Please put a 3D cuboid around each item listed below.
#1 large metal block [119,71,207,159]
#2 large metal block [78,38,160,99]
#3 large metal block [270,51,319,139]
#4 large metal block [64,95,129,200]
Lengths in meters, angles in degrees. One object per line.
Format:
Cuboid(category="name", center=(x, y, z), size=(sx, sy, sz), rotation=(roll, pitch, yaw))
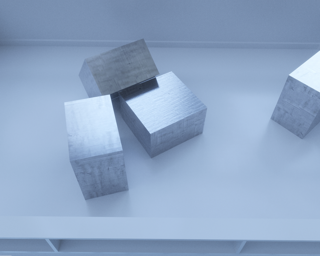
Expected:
Cuboid(category="large metal block", center=(0.002, -0.019, 0.405), size=(0.081, 0.050, 0.080), rotation=(-25, 55, -20))
Cuboid(category="large metal block", center=(-0.058, -0.072, 0.421), size=(0.081, 0.080, 0.050), rotation=(-26, 94, -20))
Cuboid(category="large metal block", center=(0.202, -0.045, 0.410), size=(0.080, 0.080, 0.050), rotation=(-35, 59, -26))
Cuboid(category="large metal block", center=(-0.071, 0.022, 0.350), size=(0.050, 0.080, 0.080), rotation=(-11, 51, -10))
